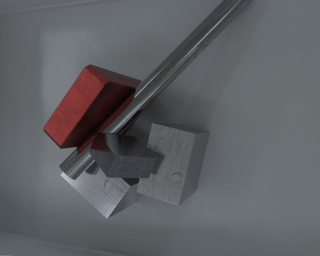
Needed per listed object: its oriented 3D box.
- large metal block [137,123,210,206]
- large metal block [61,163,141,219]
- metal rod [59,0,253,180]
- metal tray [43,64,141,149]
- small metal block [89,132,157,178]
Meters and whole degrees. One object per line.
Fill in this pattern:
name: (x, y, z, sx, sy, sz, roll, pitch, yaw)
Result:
large metal block: (0.019, 0.039, 0.373, 0.050, 0.080, 0.079, 14, 95, 19)
large metal block: (-0.064, 0.062, 0.403, 0.080, 0.080, 0.050, 38, 102, 15)
metal rod: (0.000, -0.057, 0.360, 0.025, 0.025, 0.300, 43, 86, 14)
metal tray: (-0.066, -0.022, 0.375, 0.030, 0.130, 0.090, 42, 104, 16)
small metal block: (-0.040, 0.029, 0.330, 0.050, 0.050, 0.025, 40, 114, 47)
